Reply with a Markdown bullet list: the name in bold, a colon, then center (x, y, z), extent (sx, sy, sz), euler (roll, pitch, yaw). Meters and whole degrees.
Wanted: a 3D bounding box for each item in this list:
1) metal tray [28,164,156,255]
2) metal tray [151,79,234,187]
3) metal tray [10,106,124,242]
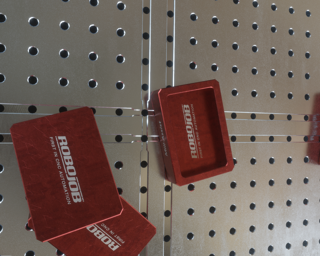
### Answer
- **metal tray**: center (-0.080, 0.117, 0.381), extent (0.130, 0.030, 0.090), euler (46, 76, -14)
- **metal tray**: center (0.046, 0.005, 0.426), extent (0.091, 0.030, 0.129), euler (-13, 94, -20)
- **metal tray**: center (-0.104, 0.048, 0.348), extent (0.091, 0.030, 0.130), euler (-16, 76, -18)
